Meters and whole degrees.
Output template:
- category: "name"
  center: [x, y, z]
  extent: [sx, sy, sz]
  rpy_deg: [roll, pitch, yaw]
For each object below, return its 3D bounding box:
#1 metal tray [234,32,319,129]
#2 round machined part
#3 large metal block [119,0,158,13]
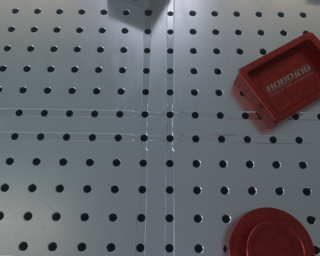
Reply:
- category: "metal tray"
  center: [0.184, -0.069, 0.435]
  extent: [0.131, 0.030, 0.090]
  rpy_deg: [-29, 73, -10]
- category: "round machined part"
  center: [0.127, 0.140, 0.352]
  extent: [0.099, 0.042, 0.098]
  rpy_deg: [0, 70, 0]
- category: "large metal block"
  center: [-0.033, -0.242, 0.486]
  extent: [0.080, 0.050, 0.080]
  rpy_deg: [25, 72, 9]
